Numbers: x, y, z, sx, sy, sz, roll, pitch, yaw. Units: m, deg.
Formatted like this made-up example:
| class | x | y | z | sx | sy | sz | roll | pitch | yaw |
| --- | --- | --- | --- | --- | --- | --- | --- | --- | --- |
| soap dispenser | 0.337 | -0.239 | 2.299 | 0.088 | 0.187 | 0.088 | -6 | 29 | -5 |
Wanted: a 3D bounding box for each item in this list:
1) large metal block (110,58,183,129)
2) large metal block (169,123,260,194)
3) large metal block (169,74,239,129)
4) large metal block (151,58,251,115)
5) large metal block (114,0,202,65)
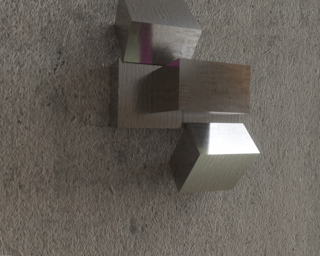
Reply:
| class | x | y | z | sx | sy | sz | roll | pitch | yaw |
| --- | --- | --- | --- | --- | --- | --- | --- | --- | --- |
| large metal block | -0.018 | -0.040 | 0.389 | 0.081 | 0.050 | 0.079 | 1 | 90 | -21 |
| large metal block | 0.066 | 0.039 | 0.400 | 0.081 | 0.079 | 0.050 | 0 | 46 | -21 |
| large metal block | 0.058 | -0.040 | 0.418 | 0.081 | 0.050 | 0.079 | 1 | 90 | -21 |
| large metal block | 0.042 | -0.041 | 0.345 | 0.081 | 0.080 | 0.050 | 1 | 90 | -20 |
| large metal block | -0.006 | -0.121 | 0.373 | 0.081 | 0.050 | 0.080 | 1 | 46 | -20 |
